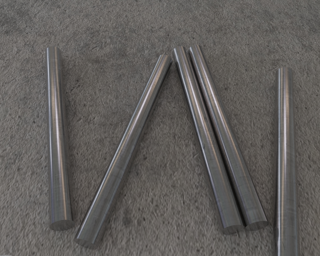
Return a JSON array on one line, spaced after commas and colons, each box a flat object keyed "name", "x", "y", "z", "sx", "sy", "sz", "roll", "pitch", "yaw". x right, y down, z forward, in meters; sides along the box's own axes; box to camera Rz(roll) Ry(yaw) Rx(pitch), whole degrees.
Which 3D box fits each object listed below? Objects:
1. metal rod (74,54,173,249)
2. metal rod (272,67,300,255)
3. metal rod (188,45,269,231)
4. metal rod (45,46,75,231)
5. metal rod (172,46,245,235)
[{"name": "metal rod", "x": -0.033, "y": 0.004, "z": 0.399, "sx": 0.025, "sy": 0.025, "sz": 0.300, "roll": 12, "pitch": 51, "yaw": 10}, {"name": "metal rod", "x": 0.153, "y": 0.028, "z": 0.379, "sx": 0.025, "sy": 0.025, "sz": 0.300, "roll": 11, "pitch": 51, "yaw": 9}, {"name": "metal rod", "x": 0.079, "y": -0.013, "z": 0.414, "sx": 0.025, "sy": 0.025, "sz": 0.300, "roll": -6, "pitch": 50, "yaw": -5}, {"name": "metal rod", "x": -0.137, "y": -0.011, "z": 0.411, "sx": 0.025, "sy": 0.025, "sz": 0.300, "roll": -11, "pitch": 51, "yaw": -9}, {"name": "metal rod", "x": 0.053, "y": -0.010, "z": 0.411, "sx": 0.025, "sy": 0.025, "sz": 0.300, "roll": -6, "pitch": 50, "yaw": -5}]
